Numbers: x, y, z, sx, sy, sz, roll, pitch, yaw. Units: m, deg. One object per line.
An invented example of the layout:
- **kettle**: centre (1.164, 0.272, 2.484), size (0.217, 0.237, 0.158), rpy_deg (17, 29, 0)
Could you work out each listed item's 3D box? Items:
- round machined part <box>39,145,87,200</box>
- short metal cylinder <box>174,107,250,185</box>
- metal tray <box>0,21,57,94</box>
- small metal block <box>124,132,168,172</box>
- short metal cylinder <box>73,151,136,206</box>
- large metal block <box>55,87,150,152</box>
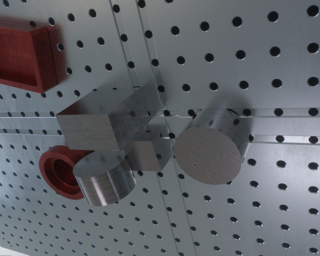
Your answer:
- **round machined part**: centre (-0.151, 0.070, 0.523), size (0.098, 0.042, 0.097), rpy_deg (13, 124, 21)
- **short metal cylinder**: centre (0.064, 0.021, 0.375), size (0.080, 0.050, 0.079), rpy_deg (13, 124, 21)
- **metal tray**: centre (-0.220, -0.107, 0.457), size (0.130, 0.030, 0.089), rpy_deg (14, 124, 20)
- **small metal block**: centre (-0.022, 0.034, 0.444), size (0.050, 0.025, 0.050), rpy_deg (-2, 117, 29)
- **short metal cylinder**: centre (-0.082, 0.071, 0.463), size (0.080, 0.080, 0.050), rpy_deg (-3, 117, 29)
- **large metal block**: centre (-0.071, -0.013, 0.405), size (0.080, 0.080, 0.050), rpy_deg (0, 118, 28)
